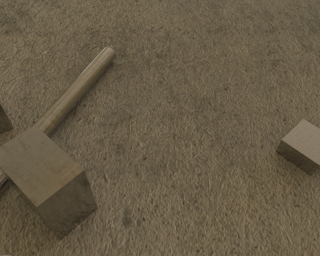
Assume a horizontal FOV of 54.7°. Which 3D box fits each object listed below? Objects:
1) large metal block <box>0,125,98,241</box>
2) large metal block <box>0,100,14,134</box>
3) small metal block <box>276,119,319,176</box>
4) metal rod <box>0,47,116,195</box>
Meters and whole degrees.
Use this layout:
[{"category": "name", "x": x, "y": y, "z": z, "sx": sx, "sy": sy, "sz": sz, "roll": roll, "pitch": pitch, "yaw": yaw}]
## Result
[{"category": "large metal block", "x": -0.116, "y": 0.057, "z": 0.319, "sx": 0.080, "sy": 0.080, "sz": 0.050, "roll": 35, "pitch": 58, "yaw": 26}, {"category": "large metal block", "x": -0.244, "y": -0.024, "z": 0.386, "sx": 0.081, "sy": 0.080, "sz": 0.050, "roll": -26, "pitch": 55, "yaw": -21}, {"category": "small metal block", "x": 0.183, "y": 0.023, "z": 0.385, "sx": 0.050, "sy": 0.025, "sz": 0.050, "roll": -35, "pitch": 58, "yaw": -26}, {"category": "metal rod", "x": -0.142, "y": -0.015, "z": 0.415, "sx": 0.025, "sy": 0.025, "sz": 0.301, "roll": 18, "pitch": 52, "yaw": 15}]
